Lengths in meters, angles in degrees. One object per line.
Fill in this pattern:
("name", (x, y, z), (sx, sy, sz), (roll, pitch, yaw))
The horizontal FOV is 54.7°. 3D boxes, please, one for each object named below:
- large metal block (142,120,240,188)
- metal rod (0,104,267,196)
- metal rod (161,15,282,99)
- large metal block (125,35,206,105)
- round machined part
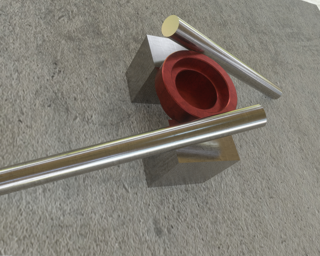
("large metal block", (0.032, 0.032, 0.369), (0.081, 0.080, 0.050), (1, 62, -28))
("metal rod", (-0.039, 0.023, 0.300), (0.302, 0.025, 0.025), (-14, 67, -10))
("metal rod", (0.110, -0.088, 0.452), (0.302, 0.025, 0.025), (14, 53, -47))
("large metal block", (0.008, -0.074, 0.421), (0.081, 0.080, 0.050), (1, 62, -28))
("round machined part", (0.038, -0.040, 0.366), (0.099, 0.042, 0.098), (14, 56, -21))
